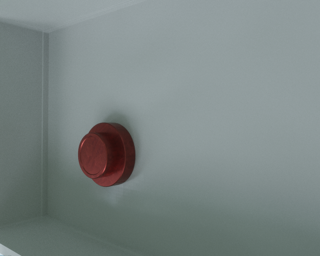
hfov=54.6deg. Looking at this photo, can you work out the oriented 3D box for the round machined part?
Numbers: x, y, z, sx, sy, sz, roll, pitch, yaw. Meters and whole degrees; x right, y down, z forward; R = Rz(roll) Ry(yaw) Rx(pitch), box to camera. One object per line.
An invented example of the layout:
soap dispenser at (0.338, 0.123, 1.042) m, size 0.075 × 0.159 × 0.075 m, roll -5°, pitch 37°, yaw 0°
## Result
round machined part at (-0.087, 0.041, 0.469) m, size 0.098 × 0.042 × 0.097 m, roll 0°, pitch 90°, yaw 40°
